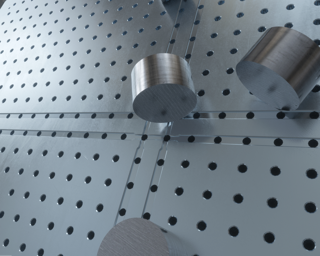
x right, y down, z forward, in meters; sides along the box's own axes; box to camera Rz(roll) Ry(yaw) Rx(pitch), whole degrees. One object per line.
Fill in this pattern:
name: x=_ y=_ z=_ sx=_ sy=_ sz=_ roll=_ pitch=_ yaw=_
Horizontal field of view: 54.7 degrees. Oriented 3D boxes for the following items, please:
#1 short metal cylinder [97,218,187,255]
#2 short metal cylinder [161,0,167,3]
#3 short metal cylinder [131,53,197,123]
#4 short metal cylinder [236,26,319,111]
short metal cylinder: x=-0.018 y=0.138 z=0.317 sx=0.080 sy=0.050 sz=0.080 roll=-13 pitch=56 yaw=21
short metal cylinder: x=0.005 y=-0.266 z=0.533 sx=0.050 sy=0.080 sz=0.080 roll=-30 pitch=52 yaw=9
short metal cylinder: x=0.004 y=-0.050 z=0.401 sx=0.080 sy=0.080 sz=0.050 roll=-18 pitch=55 yaw=17
short metal cylinder: x=0.132 y=-0.064 z=0.343 sx=0.080 sy=0.080 sz=0.050 roll=35 pitch=82 yaw=38
